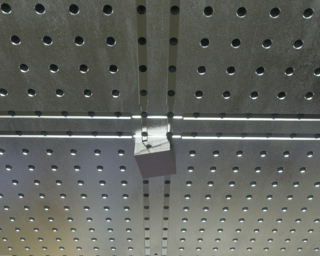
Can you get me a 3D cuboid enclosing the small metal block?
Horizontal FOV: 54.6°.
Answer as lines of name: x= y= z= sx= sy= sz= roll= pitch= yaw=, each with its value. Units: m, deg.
small metal block: x=-0.006 y=0.044 z=0.449 sx=0.050 sy=0.025 sz=0.050 roll=-9 pitch=130 yaw=8
